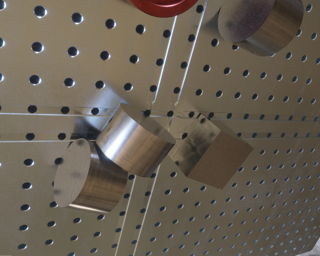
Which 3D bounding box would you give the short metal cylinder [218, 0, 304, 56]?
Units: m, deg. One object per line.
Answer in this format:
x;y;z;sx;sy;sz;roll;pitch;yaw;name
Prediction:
0.114;-0.129;0.358;0.050;0.080;0.080;13;112;-34;short metal cylinder

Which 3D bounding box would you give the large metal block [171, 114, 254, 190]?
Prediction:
0.077;0.037;0.460;0.080;0.050;0.080;25;105;-37;large metal block

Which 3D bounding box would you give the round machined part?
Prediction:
-0.001;-0.162;0.300;0.099;0.042;0.097;-14;124;-21;round machined part

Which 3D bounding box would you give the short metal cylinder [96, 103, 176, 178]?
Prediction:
-0.028;0.014;0.369;0.080;0.080;0.050;28;103;-38;short metal cylinder

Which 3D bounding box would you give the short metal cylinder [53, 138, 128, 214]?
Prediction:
-0.082;0.058;0.366;0.050;0.080;0.080;25;105;-37;short metal cylinder
